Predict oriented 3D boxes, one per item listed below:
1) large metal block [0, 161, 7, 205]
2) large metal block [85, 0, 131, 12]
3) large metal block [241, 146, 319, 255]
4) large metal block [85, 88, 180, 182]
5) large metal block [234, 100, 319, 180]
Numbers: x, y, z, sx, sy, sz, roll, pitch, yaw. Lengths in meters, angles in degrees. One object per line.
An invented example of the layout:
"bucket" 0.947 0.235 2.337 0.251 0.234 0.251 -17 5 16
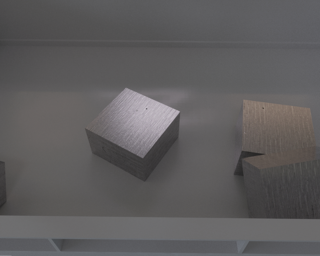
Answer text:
"large metal block" -0.219 0.064 0.312 0.080 0.050 0.080 12 21 10
"large metal block" -0.105 -0.284 0.610 0.080 0.080 0.050 12 51 10
"large metal block" 0.132 0.067 0.303 0.081 0.079 0.050 -9 6 -3
"large metal block" -0.031 0.006 0.383 0.080 0.050 0.080 25 54 20
"large metal block" 0.136 0.016 0.376 0.080 0.050 0.080 8 50 7
